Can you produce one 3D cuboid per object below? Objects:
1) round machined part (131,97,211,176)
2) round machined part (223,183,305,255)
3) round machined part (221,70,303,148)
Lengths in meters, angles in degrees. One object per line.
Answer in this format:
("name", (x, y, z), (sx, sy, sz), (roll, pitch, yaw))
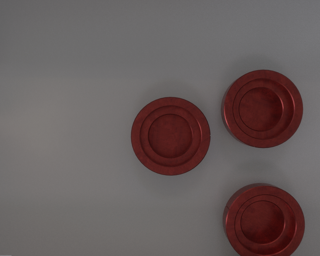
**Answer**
("round machined part", (0.013, 0.010, 0.403), (0.099, 0.042, 0.097), (0, 90, 0))
("round machined part", (0.130, 0.120, 0.404), (0.099, 0.042, 0.097), (0, 90, 0))
("round machined part", (0.128, -0.024, 0.404), (0.099, 0.042, 0.097), (0, 90, 0))
